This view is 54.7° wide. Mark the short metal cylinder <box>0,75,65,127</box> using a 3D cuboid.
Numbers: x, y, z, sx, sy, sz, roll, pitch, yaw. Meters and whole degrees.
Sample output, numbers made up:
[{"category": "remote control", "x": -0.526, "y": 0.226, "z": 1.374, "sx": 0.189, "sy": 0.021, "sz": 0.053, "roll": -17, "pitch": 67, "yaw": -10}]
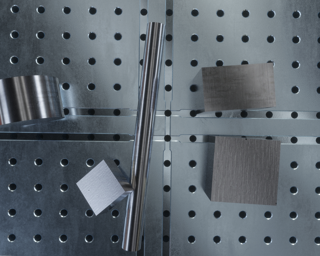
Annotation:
[{"category": "short metal cylinder", "x": -0.164, "y": -0.032, "z": 0.384, "sx": 0.080, "sy": 0.080, "sz": 0.050, "roll": -10, "pitch": 90, "yaw": 0}]

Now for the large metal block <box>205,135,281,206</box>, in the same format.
[{"category": "large metal block", "x": 0.105, "y": 0.052, "z": 0.402, "sx": 0.081, "sy": 0.050, "sz": 0.079, "roll": 4, "pitch": 90, "yaw": -1}]

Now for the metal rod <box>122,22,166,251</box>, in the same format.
[{"category": "metal rod", "x": -0.022, "y": 0.011, "z": 0.413, "sx": 0.025, "sy": 0.025, "sz": 0.298, "roll": 6, "pitch": 90, "yaw": -1}]

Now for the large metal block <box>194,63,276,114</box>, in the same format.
[{"category": "large metal block", "x": 0.088, "y": -0.046, "z": 0.387, "sx": 0.081, "sy": 0.080, "sz": 0.050, "roll": -4, "pitch": 90, "yaw": -1}]

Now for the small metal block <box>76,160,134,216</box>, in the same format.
[{"category": "small metal block", "x": -0.071, "y": 0.076, "z": 0.401, "sx": 0.050, "sy": 0.025, "sz": 0.050, "roll": -41, "pitch": 72, "yaw": 11}]
